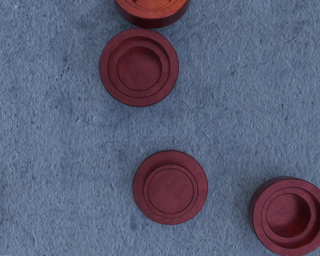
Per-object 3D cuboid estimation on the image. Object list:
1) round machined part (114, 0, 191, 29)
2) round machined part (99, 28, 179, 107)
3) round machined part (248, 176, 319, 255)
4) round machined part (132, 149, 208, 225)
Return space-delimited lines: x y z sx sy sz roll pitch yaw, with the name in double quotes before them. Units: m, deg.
"round machined part" -0.009 -0.168 0.393 0.099 0.042 0.098 0 75 1
"round machined part" -0.026 -0.075 0.401 0.099 0.042 0.097 0 90 0
"round machined part" 0.163 0.111 0.403 0.099 0.042 0.097 0 90 0
"round machined part" 0.013 0.078 0.401 0.099 0.042 0.097 0 90 0
